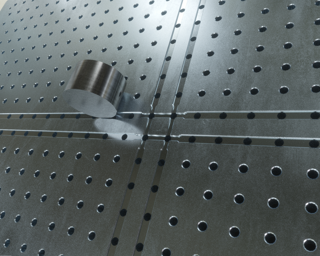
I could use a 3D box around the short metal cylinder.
[{"bbox_3d":[-0.096,-0.056,0.459,0.080,0.080,0.050,2,63,29],"label":"short metal cylinder"}]
